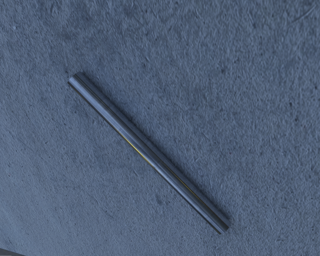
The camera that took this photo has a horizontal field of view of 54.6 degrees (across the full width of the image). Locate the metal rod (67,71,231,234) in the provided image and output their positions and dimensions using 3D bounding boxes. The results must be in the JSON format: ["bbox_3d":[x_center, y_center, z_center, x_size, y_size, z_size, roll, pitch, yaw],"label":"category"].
[{"bbox_3d":[-0.013,0.037,0.436,0.300,0.025,0.025,45,129,-4],"label":"metal rod"}]
